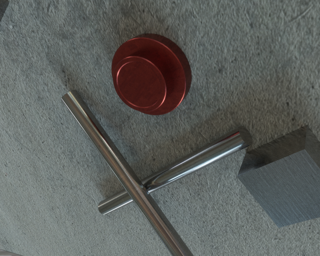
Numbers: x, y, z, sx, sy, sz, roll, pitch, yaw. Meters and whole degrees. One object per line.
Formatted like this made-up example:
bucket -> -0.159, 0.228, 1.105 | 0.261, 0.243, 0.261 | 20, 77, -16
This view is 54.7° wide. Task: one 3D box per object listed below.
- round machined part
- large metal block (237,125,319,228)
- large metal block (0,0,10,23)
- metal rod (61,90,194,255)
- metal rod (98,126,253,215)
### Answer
round machined part -> -0.016, -0.058, 0.367 | 0.098, 0.042, 0.097 | 13, 124, 20
large metal block -> 0.148, 0.056, 0.347 | 0.080, 0.050, 0.080 | -33, 100, 38
large metal block -> -0.267, -0.171, 0.423 | 0.080, 0.050, 0.080 | 48, 128, -6
metal rod -> -0.045, 0.074, 0.446 | 0.025, 0.025, 0.299 | -35, 90, 38
metal rod -> 0.001, 0.074, 0.450 | 0.299, 0.025, 0.025 | -34, 100, 38
